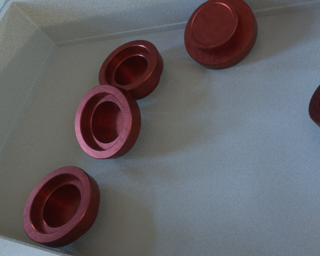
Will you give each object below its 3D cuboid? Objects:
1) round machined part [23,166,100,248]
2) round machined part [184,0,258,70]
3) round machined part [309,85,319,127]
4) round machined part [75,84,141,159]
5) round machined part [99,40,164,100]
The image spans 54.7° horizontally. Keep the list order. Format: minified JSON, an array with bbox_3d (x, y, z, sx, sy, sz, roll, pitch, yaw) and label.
[{"bbox_3d":[-0.118,0.101,0.391,0.098,0.042,0.098,-14,51,18],"label":"round machined part"},{"bbox_3d":[0.076,-0.132,0.416,0.098,0.042,0.097,-5,80,29],"label":"round machined part"},{"bbox_3d":[0.196,-0.027,0.288,0.098,0.042,0.098,-46,14,15],"label":"round machined part"},{"bbox_3d":[-0.065,-0.007,0.418,0.098,0.042,0.097,-3,84,32],"label":"round machined part"},{"bbox_3d":[-0.039,-0.081,0.465,0.098,0.042,0.098,-13,56,21],"label":"round machined part"}]
